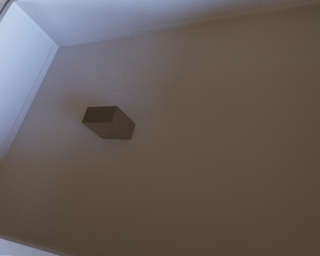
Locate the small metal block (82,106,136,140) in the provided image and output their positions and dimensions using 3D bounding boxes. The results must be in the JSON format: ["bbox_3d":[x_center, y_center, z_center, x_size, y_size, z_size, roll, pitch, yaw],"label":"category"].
[{"bbox_3d":[-0.070,-0.006,0.432,0.050,0.050,0.025,0,62,28],"label":"small metal block"}]
